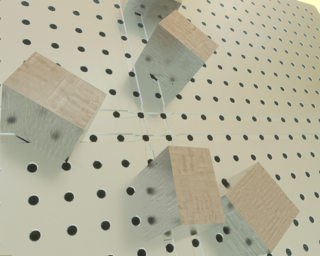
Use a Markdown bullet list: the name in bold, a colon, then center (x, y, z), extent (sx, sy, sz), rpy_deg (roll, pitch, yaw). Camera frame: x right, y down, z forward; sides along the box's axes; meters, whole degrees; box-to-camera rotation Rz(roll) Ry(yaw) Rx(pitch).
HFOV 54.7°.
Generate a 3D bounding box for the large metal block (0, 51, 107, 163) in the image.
- **large metal block**: center (-0.113, -0.018, 0.324), extent (0.080, 0.080, 0.050), rpy_deg (31, 52, -9)

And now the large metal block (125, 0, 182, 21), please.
- **large metal block**: center (-0.010, -0.236, 0.532), extent (0.081, 0.050, 0.080), rpy_deg (16, 55, -20)

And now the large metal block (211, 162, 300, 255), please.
- **large metal block**: center (0.116, 0.103, 0.394), extent (0.081, 0.050, 0.080), rpy_deg (-32, 80, -38)

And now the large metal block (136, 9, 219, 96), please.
- **large metal block**: center (0.024, -0.108, 0.454), extent (0.080, 0.080, 0.050), rpy_deg (40, 51, -2)

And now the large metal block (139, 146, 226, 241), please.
- **large metal block**: center (0.019, 0.074, 0.340), extent (0.050, 0.080, 0.080), rpy_deg (6, 59, -26)
